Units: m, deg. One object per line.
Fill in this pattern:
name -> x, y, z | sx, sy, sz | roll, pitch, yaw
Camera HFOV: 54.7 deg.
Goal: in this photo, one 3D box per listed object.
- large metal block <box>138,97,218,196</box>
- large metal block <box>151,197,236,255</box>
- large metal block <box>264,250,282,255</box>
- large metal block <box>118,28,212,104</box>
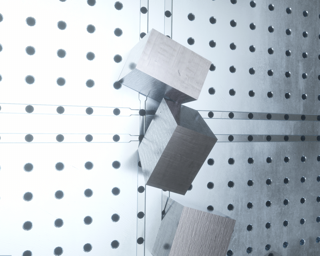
large metal block -> 0.017, 0.020, 0.376 | 0.050, 0.080, 0.079 | 20, 111, -20
large metal block -> 0.045, 0.147, 0.417 | 0.081, 0.050, 0.080 | 20, 83, -19
large metal block -> 0.166, 0.247, 0.463 | 0.081, 0.050, 0.080 | -21, 97, -19
large metal block -> 0.003, -0.069, 0.384 | 0.080, 0.080, 0.050 | 25, 79, -19
